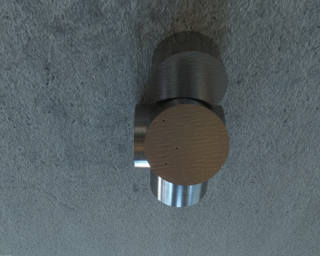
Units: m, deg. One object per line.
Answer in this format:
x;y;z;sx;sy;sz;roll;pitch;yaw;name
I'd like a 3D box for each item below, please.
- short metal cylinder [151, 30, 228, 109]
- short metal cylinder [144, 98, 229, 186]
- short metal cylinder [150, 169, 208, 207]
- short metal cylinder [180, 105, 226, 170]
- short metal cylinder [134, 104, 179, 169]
0.031;-0.060;0.343;0.081;0.050;0.079;0;130;0;short metal cylinder
0.025;0.012;0.316;0.081;0.050;0.079;0;102;-1;short metal cylinder
0.027;0.060;0.425;0.081;0.080;0.050;0;130;-1;short metal cylinder
0.048;0.011;0.382;0.050;0.080;0.079;1;130;0;short metal cylinder
-0.004;0.010;0.382;0.050;0.080;0.079;0;130;-1;short metal cylinder
